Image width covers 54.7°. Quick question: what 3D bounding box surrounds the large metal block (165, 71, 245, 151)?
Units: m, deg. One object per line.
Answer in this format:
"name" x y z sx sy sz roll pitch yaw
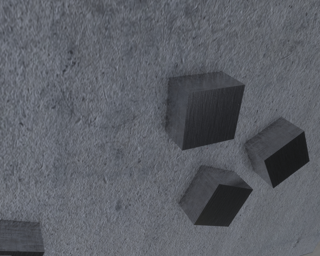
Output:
"large metal block" 0.056 -0.024 0.406 0.081 0.050 0.079 -11 123 -23

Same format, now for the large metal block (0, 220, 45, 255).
"large metal block" -0.200 0.161 0.381 0.080 0.050 0.080 19 109 -36

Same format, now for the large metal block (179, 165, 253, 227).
"large metal block" 0.091 0.113 0.510 0.081 0.050 0.080 15 110 -35

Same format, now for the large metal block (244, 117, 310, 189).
"large metal block" 0.199 0.042 0.525 0.080 0.050 0.080 -35 129 -5
